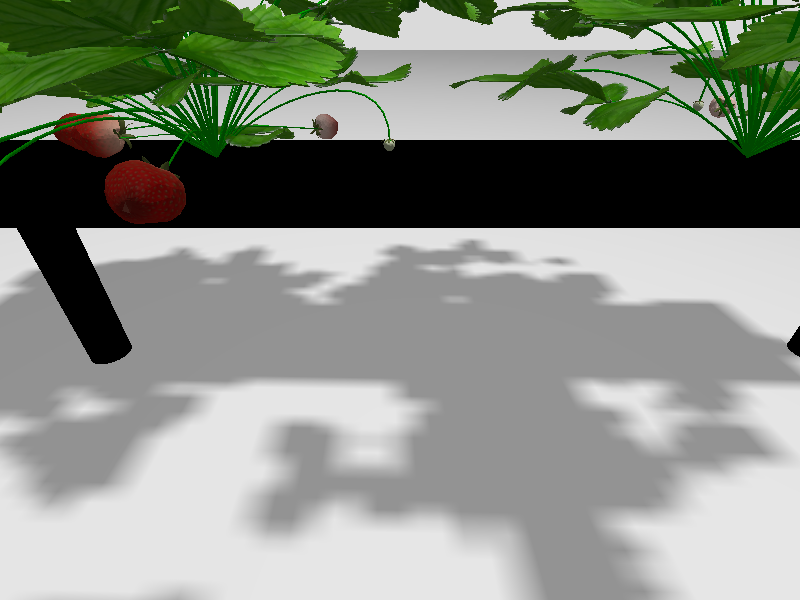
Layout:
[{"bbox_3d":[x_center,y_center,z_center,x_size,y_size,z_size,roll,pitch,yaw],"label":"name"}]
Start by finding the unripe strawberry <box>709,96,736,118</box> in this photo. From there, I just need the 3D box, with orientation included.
[{"bbox_3d":[0.396,-0.237,0.493,0.027,0.024,0.025,16,27,23],"label":"unripe strawberry"}]

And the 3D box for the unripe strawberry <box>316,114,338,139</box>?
[{"bbox_3d":[-0.072,-0.172,0.398,0.024,0.023,0.022,-26,42,-35],"label":"unripe strawberry"}]

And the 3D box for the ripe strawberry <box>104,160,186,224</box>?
[{"bbox_3d":[-0.133,-0.055,0.208,0.037,0.032,0.037,-5,34,-7],"label":"ripe strawberry"}]

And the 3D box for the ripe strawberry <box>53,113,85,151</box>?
[{"bbox_3d":[-0.283,-0.146,0.349,0.031,0.030,0.034,5,34,8],"label":"ripe strawberry"}]

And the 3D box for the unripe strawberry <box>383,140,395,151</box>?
[{"bbox_3d":[-0.009,-0.131,0.340,0.010,0.010,0.009,-1,33,-2],"label":"unripe strawberry"}]

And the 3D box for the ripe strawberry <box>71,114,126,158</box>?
[{"bbox_3d":[-0.248,-0.135,0.329,0.038,0.032,0.038,-1,33,0],"label":"ripe strawberry"}]

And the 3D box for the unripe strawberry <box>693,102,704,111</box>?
[{"bbox_3d":[0.365,-0.236,0.491,0.011,0.012,0.011,12,35,17],"label":"unripe strawberry"}]
